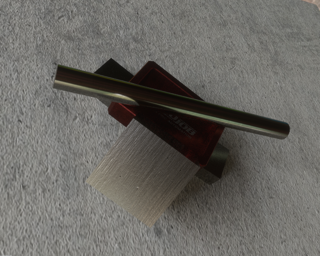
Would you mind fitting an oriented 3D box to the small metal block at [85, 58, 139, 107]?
[{"bbox_3d":[-0.062,-0.057,0.407,0.050,0.025,0.050,38,51,-3],"label":"small metal block"}]

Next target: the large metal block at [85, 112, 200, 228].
[{"bbox_3d":[-0.016,0.041,0.326,0.080,0.080,0.050,37,9,-4],"label":"large metal block"}]

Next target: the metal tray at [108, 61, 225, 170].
[{"bbox_3d":[0.013,-0.015,0.387,0.130,0.030,0.090,37,51,-3],"label":"metal tray"}]

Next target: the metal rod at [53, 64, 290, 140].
[{"bbox_3d":[0.032,-0.024,0.368,0.302,0.025,0.025,12,57,-22],"label":"metal rod"}]

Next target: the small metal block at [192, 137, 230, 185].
[{"bbox_3d":[0.060,0.040,0.415,0.050,0.025,0.050,33,51,-7],"label":"small metal block"}]
